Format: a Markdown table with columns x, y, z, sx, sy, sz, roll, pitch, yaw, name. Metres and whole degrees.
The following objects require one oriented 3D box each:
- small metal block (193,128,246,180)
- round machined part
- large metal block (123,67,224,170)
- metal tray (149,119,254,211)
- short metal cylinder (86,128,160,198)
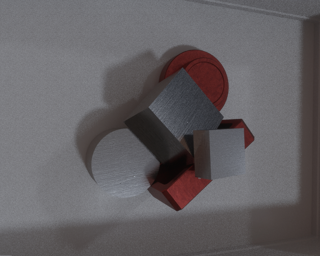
| x | y | z | sx | sy | sz | roll | pitch | yaw | name |
| --- | --- | --- | --- | --- | --- | --- | --- | --- | --- |
| 0.064 | 0.026 | 0.332 | 0.050 | 0.025 | 0.050 | -3 | 91 | -33 | small metal block |
| 0.052 | -0.058 | 0.420 | 0.099 | 0.042 | 0.097 | 0 | 90 | -21 | round machined part |
| 0.019 | -0.010 | 0.365 | 0.080 | 0.050 | 0.080 | 48 | 50 | -14 | large metal block |
| 0.044 | 0.040 | 0.391 | 0.131 | 0.090 | 0.030 | -40 | 102 | -16 | metal tray |
| -0.047 | 0.040 | 0.379 | 0.081 | 0.050 | 0.079 | 0 | 90 | -21 | short metal cylinder |
